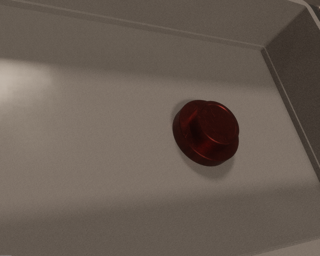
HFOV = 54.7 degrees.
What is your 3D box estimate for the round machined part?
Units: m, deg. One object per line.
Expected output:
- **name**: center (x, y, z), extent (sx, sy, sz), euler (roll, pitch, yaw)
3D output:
- **round machined part**: center (0.071, 0.001, 0.434), extent (0.099, 0.042, 0.098), euler (14, 56, -21)
